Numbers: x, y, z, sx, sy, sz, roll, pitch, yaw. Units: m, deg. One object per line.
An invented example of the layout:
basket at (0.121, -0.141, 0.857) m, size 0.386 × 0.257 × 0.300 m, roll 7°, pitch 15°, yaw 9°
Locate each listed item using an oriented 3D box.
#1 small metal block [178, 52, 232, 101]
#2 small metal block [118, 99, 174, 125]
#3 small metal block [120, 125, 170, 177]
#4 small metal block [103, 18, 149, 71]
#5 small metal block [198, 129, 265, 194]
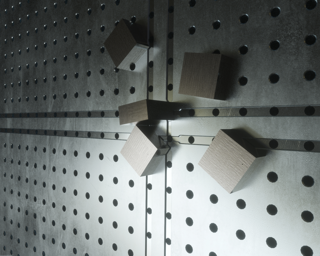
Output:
small metal block at (0.053, -0.061, 0.367) m, size 0.050 × 0.025 × 0.050 m, roll 15°, pitch 99°, yaw 39°
small metal block at (-0.018, -0.019, 0.409) m, size 0.050 × 0.050 × 0.025 m, roll -10°, pitch 83°, yaw 39°
small metal block at (-0.022, 0.031, 0.429) m, size 0.050 × 0.025 × 0.050 m, roll 46°, pitch 118°, yaw 30°
small metal block at (-0.050, -0.121, 0.452) m, size 0.050 × 0.025 × 0.050 m, roll -43°, pitch 64°, yaw 31°
small metal block at (0.078, 0.036, 0.345) m, size 0.050 × 0.025 × 0.050 m, roll 43°, pitch 116°, yaw 31°
